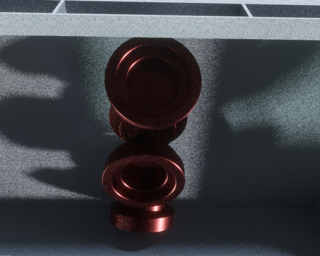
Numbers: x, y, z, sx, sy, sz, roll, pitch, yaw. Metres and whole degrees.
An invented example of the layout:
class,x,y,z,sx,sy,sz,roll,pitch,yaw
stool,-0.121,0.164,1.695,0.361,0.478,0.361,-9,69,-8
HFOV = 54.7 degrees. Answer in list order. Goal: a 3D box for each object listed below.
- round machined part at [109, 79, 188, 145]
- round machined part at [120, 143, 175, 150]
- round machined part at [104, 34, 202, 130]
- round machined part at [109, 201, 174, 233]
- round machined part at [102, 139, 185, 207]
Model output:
class,x,y,z,sx,sy,sz,roll,pitch,yaw
round machined part,-0.015,-0.010,0.387,0.099,0.042,0.097,-1,130,0
round machined part,-0.021,0.064,0.450,0.099,0.042,0.097,-1,130,0
round machined part,-0.008,-0.046,0.332,0.099,0.097,0.042,5,172,-5
round machined part,-0.027,0.122,0.476,0.099,0.098,0.042,5,93,-5
round machined part,-0.019,0.052,0.383,0.099,0.042,0.097,-1,130,0
